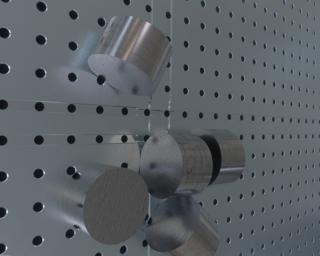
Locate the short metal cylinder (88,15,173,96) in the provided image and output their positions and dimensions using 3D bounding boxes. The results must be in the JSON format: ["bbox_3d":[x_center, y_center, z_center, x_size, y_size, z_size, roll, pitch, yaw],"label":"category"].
[{"bbox_3d":[-0.032,-0.078,0.346,0.080,0.080,0.050,35,69,-35],"label":"short metal cylinder"}]

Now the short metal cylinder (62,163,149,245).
[{"bbox_3d":[-0.059,0.081,0.343,0.081,0.050,0.079,0,90,-40],"label":"short metal cylinder"}]

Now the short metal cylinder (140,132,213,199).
[{"bbox_3d":[0.019,0.046,0.389,0.050,0.080,0.080,5,87,-40],"label":"short metal cylinder"}]

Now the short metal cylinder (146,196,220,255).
[{"bbox_3d":[0.029,0.133,0.398,0.050,0.080,0.080,51,60,-28],"label":"short metal cylinder"}]

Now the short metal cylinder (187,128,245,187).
[{"bbox_3d":[0.070,0.041,0.432,0.050,0.080,0.080,3,88,-40],"label":"short metal cylinder"}]
